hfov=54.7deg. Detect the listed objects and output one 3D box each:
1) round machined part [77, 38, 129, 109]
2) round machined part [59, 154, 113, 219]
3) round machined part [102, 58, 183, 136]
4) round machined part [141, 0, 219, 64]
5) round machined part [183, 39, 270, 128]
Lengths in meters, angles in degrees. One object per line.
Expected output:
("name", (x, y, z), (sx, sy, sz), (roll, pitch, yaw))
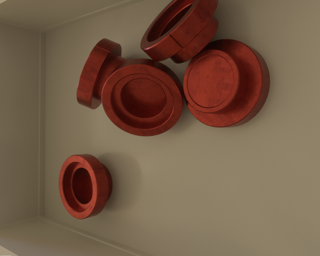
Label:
("round machined part", (-0.073, -0.070, 0.430), (0.042, 0.098, 0.097), (23, 108, 1))
("round machined part", (-0.113, 0.089, 0.486), (0.098, 0.042, 0.097), (0, 90, 39))
("round machined part", (-0.019, -0.041, 0.388), (0.099, 0.042, 0.097), (3, 123, 5))
("round machined part", (0.027, -0.112, 0.351), (0.098, 0.042, 0.098), (-36, 30, 25))
("round machined part", (0.065, -0.049, 0.341), (0.098, 0.042, 0.097), (0, 90, 39))
